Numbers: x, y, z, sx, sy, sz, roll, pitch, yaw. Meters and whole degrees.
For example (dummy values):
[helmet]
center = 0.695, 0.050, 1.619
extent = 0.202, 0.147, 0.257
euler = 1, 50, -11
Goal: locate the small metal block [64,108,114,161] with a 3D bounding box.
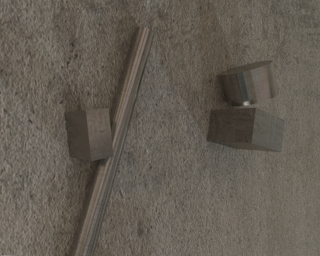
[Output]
[small metal block]
center = -0.075, 0.006, 0.325
extent = 0.025, 0.050, 0.050
euler = -9, 96, -40

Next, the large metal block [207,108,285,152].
[large metal block]
center = 0.133, 0.004, 0.480
extent = 0.081, 0.080, 0.050
euler = 15, 81, -39

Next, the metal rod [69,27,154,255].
[metal rod]
center = -0.055, 0.022, 0.358
extent = 0.025, 0.025, 0.299
euler = 23, 75, -38

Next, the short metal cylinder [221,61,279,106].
[short metal cylinder]
center = 0.140, -0.070, 0.486
extent = 0.081, 0.080, 0.050
euler = -27, 107, -37
